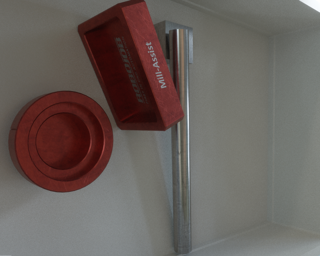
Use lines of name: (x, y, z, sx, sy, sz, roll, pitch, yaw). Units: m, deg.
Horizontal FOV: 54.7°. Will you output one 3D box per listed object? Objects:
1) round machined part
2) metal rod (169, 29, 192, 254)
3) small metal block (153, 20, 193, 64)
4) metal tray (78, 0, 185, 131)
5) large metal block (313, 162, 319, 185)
round machined part: (-0.100, 0.013, 0.313, 0.099, 0.042, 0.097, 0, 90, -40)
metal rod: (0.028, 0.024, 0.414, 0.025, 0.025, 0.298, -9, 102, -40)
small metal block: (0.018, -0.114, 0.424, 0.050, 0.025, 0.050, -1, 91, -40)
metal tray: (-0.033, -0.061, 0.338, 0.030, 0.090, 0.129, -33, 111, -36)
large metal block: (0.421, 0.109, 0.732, 0.081, 0.080, 0.050, 0, 91, -40)
